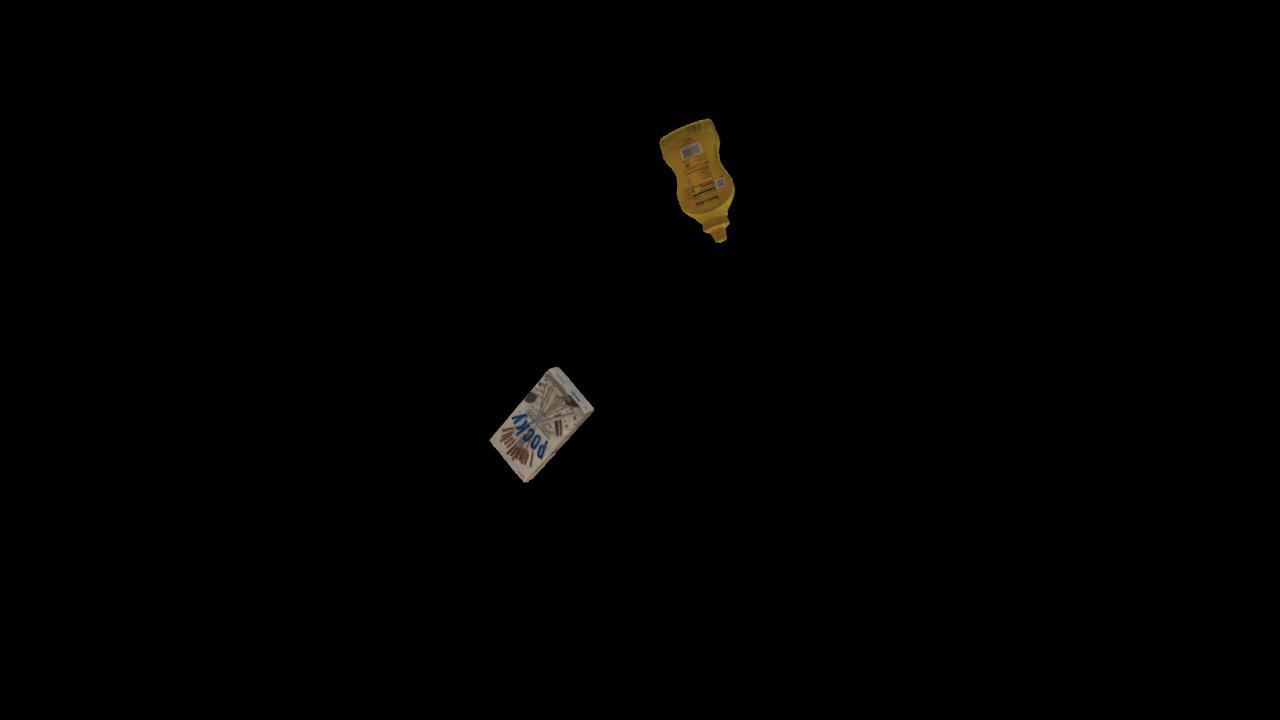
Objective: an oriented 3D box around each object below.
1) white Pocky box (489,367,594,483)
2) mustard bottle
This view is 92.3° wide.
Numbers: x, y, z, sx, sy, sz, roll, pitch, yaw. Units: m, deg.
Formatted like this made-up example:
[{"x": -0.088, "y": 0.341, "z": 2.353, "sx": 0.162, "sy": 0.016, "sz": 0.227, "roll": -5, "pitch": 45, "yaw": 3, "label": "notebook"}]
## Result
[{"x": -0.137, "y": 0.090, "z": 0.850, "sx": 0.154, "sy": 0.084, "sz": 0.028, "roll": -48, "pitch": -13, "yaw": 23, "label": "white Pocky box"}, {"x": 0.099, "y": -0.271, "z": 0.957, "sx": 0.092, "sy": 0.184, "sz": 0.054, "roll": -18, "pitch": 0, "yaw": 9, "label": "mustard bottle"}]
